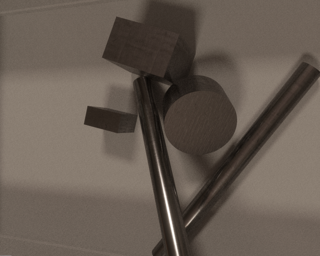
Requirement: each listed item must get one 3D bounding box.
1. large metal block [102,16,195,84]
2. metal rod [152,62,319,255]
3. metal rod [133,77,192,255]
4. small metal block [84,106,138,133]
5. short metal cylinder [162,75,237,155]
[{"bbox_3d":[-0.010,-0.089,0.383,0.080,0.080,0.050,21,94,18],"label":"large metal block"},{"bbox_3d":[0.086,0.051,0.379,0.025,0.025,0.299,39,102,15],"label":"metal rod"},{"bbox_3d":[0.004,0.064,0.343,0.025,0.025,0.299,-24,57,18],"label":"metal rod"},{"bbox_3d":[-0.065,-0.011,0.419,0.050,0.050,0.025,14,95,19],"label":"small metal block"},{"bbox_3d":[0.044,-0.016,0.362,0.081,0.050,0.079,-1,118,-2],"label":"short metal cylinder"}]
